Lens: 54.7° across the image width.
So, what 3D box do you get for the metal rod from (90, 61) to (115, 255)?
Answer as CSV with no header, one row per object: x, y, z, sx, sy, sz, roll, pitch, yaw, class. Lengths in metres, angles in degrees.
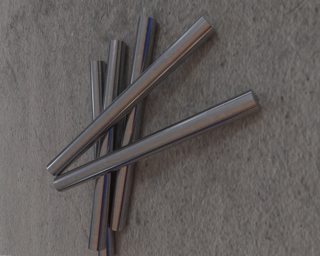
-0.089,0.047,0.475,0.025,0.025,0.298,-5,87,39,metal rod

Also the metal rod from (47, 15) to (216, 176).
-0.050,-0.029,0.409,0.299,0.025,0.025,-40,65,20,metal rod

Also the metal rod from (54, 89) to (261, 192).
-0.023,0.026,0.388,0.300,0.025,0.025,-24,75,26,metal rod

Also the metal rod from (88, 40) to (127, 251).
-0.076,0.023,0.449,0.025,0.025,0.298,4,88,39,metal rod

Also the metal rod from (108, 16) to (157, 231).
-0.040,-0.001,0.435,0.025,0.025,0.298,15,100,38,metal rod
